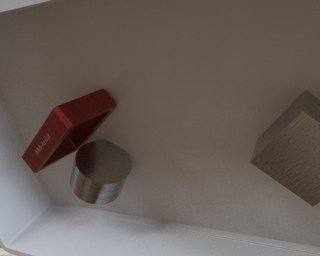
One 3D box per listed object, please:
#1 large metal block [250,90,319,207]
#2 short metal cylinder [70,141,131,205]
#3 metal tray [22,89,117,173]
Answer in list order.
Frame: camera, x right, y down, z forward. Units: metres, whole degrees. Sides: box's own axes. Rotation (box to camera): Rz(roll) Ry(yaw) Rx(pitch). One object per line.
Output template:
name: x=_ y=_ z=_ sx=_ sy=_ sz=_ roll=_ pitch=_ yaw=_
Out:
large metal block: x=0.156 y=0.022 z=0.324 sx=0.080 sy=0.050 sz=0.079 roll=36 pitch=129 yaw=4
short metal cylinder: x=-0.088 y=0.065 z=0.458 sx=0.080 sy=0.080 sz=0.050 roll=31 pitch=128 yaw=8
metal tray: x=-0.127 y=0.005 z=0.431 sx=0.030 sy=0.091 sz=0.129 roll=51 pitch=129 yaw=4
